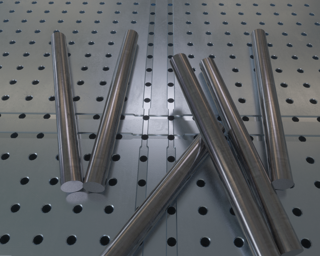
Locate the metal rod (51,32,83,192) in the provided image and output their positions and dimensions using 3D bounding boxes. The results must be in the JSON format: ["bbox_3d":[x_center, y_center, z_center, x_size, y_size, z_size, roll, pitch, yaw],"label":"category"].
[{"bbox_3d":[-0.138,-0.045,0.444,0.025,0.025,0.300,-11,51,-9],"label":"metal rod"}]

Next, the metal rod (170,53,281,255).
[{"bbox_3d":[0.069,0.028,0.357,0.025,0.025,0.299,-13,60,-11],"label":"metal rod"}]

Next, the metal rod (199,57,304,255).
[{"bbox_3d":[0.102,0.011,0.399,0.025,0.025,0.300,-8,50,-7],"label":"metal rod"}]

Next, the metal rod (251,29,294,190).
[{"bbox_3d":[0.156,-0.050,0.450,0.025,0.025,0.300,5,50,4],"label":"metal rod"}]

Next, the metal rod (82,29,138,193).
[{"bbox_3d":[-0.063,-0.047,0.447,0.025,0.025,0.300,4,50,3],"label":"metal rod"}]

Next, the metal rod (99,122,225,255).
[{"bbox_3d":[-0.013,0.093,0.329,0.025,0.025,0.301,29,56,22],"label":"metal rod"}]
